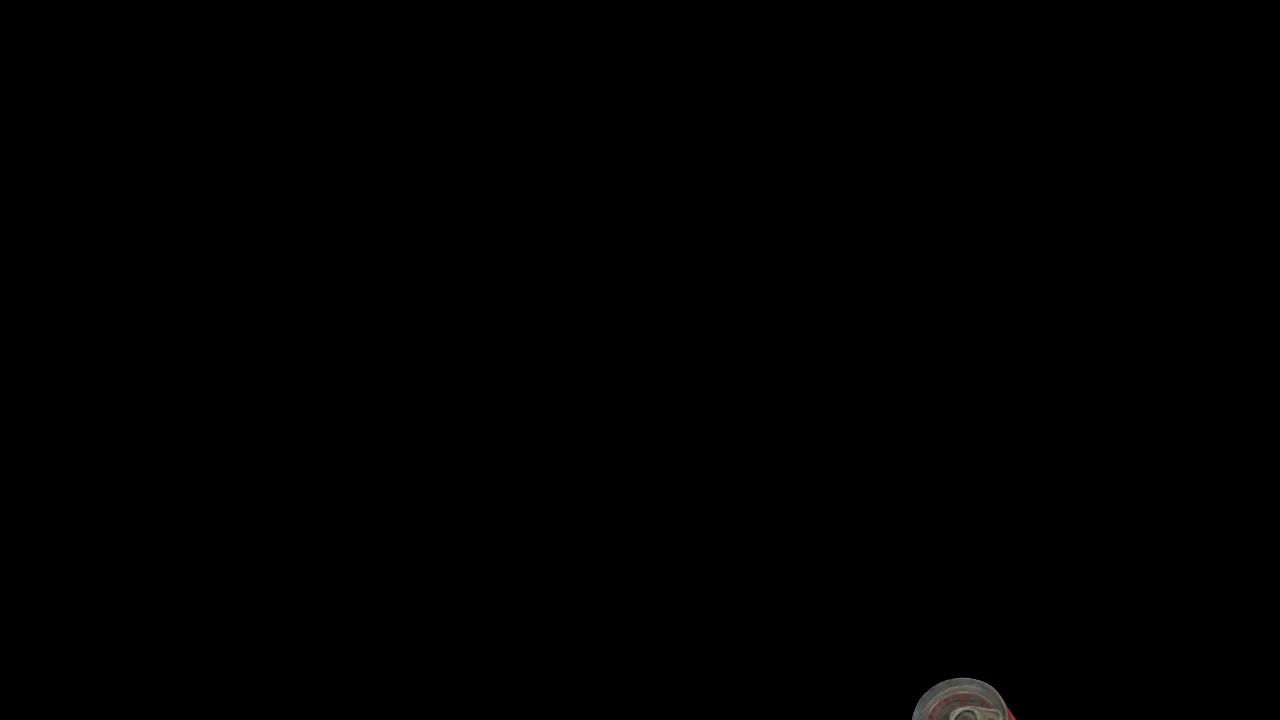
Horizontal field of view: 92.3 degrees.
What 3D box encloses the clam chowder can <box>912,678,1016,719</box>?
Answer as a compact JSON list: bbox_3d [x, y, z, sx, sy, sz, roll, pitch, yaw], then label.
[{"bbox_3d":[0.251,0.291,0.437,0.068,0.102,0.068,-35,7,5],"label":"clam chowder can"}]
